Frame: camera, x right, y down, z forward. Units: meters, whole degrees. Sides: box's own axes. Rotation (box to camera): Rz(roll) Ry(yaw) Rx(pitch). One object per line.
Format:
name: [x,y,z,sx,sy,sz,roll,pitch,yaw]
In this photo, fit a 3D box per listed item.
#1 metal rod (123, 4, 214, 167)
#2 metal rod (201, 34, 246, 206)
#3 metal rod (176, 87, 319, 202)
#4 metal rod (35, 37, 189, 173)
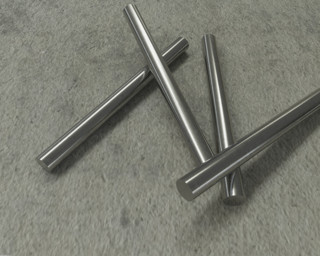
metal rod: [0.004,-0.074,0.438,0.025,0.025,0.299,-16,60,-14]
metal rod: [0.082,-0.036,0.434,0.025,0.025,0.300,1,50,0]
metal rod: [0.140,0.001,0.381,0.302,0.025,0.025,-27,55,-30]
metal rod: [-0.050,-0.049,0.443,0.025,0.025,0.301,29,55,22]
